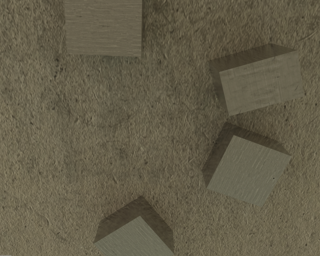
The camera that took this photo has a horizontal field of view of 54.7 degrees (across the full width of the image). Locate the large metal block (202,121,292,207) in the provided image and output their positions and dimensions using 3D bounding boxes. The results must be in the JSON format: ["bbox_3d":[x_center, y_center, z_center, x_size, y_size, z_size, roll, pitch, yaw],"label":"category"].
[{"bbox_3d":[0.112,0.048,0.415,0.080,0.050,0.079,20,109,-7],"label":"large metal block"}]

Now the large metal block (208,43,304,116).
[{"bbox_3d":[0.106,-0.059,0.359,0.080,0.080,0.050,-15,110,5],"label":"large metal block"}]

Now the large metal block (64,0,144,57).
[{"bbox_3d":[-0.059,-0.126,0.349,0.081,0.050,0.079,2,110,-1],"label":"large metal block"}]

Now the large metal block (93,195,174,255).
[{"bbox_3d":[-0.036,0.160,0.455,0.080,0.050,0.080,-34,107,11],"label":"large metal block"}]
